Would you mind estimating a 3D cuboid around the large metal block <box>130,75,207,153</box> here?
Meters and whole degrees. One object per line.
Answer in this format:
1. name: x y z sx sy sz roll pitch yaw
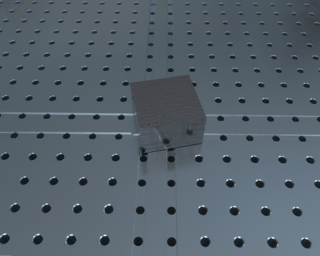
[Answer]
1. large metal block: 0.008 -0.020 0.407 0.080 0.050 0.080 -9 51 -8
